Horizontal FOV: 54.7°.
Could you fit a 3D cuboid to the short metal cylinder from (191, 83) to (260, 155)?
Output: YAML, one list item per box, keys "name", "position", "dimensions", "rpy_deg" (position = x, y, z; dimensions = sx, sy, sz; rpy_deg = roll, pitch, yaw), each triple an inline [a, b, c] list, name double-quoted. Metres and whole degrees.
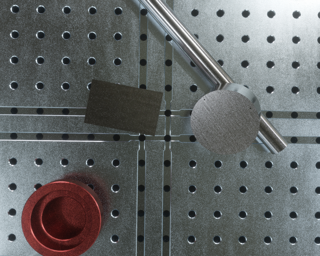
- name: "short metal cylinder"
  position: [0.084, -0.013, 0.387]
  dimensions: [0.080, 0.050, 0.079]
  rpy_deg: [6, 109, 18]

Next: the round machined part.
- name: "round machined part"
  position: [-0.122, 0.114, 0.403]
  dimensions: [0.099, 0.042, 0.097]
  rpy_deg: [0, 90, -1]

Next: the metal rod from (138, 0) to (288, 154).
- name: "metal rod"
  position: [0.062, -0.085, 0.414]
  dimensions: [0.025, 0.025, 0.300]
  rpy_deg: [-41, 91, 0]

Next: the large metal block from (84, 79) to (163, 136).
- name: "large metal block"
  position: [-0.041, -0.023, 0.385]
  dimensions: [0.080, 0.080, 0.050]
  rpy_deg: [11, 90, -1]
